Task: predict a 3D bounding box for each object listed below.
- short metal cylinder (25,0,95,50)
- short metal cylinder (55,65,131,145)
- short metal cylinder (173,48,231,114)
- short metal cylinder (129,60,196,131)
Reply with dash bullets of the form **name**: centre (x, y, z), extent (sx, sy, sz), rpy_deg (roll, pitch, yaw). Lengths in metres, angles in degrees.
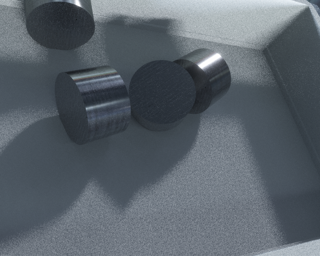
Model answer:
- **short metal cylinder**: centre (-0.126, -0.145, 0.391), extent (0.081, 0.080, 0.050), rpy_deg (1, 62, -28)
- **short metal cylinder**: centre (-0.076, -0.026, 0.345), extent (0.050, 0.080, 0.080), rpy_deg (-19, 72, -35)
- **short metal cylinder**: centre (0.052, -0.066, 0.438), extent (0.080, 0.080, 0.050), rpy_deg (49, 50, 6)
- **short metal cylinder**: centre (0.001, -0.039, 0.394), extent (0.081, 0.050, 0.080), rpy_deg (1, 79, -5)
